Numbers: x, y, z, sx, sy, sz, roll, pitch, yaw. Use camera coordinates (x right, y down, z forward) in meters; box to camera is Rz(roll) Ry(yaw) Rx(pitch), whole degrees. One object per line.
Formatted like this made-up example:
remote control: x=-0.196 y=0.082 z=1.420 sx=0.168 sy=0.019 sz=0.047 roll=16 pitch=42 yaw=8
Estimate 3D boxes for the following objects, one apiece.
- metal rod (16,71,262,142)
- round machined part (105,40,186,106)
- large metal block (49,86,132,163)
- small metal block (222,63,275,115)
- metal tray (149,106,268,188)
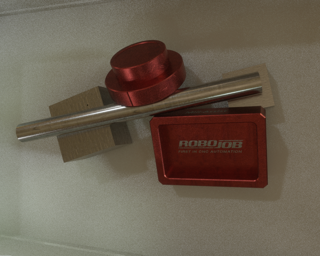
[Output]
metal rod: x=-0.034 y=-0.022 z=0.372 sx=0.301 sy=0.025 sz=0.025 roll=-11 pitch=86 yaw=12
round machined part: x=-0.021 y=-0.072 z=0.374 sx=0.098 sy=0.098 sz=0.042 roll=-5 pitch=129 yaw=19
large metal block: x=-0.095 y=-0.004 z=0.427 sx=0.080 sy=0.050 sz=0.080 roll=-19 pitch=84 yaw=18
small metal block: x=0.106 y=-0.045 z=0.371 sx=0.050 sy=0.025 sz=0.050 roll=-12 pitch=86 yaw=19
metal tray: x=0.059 y=0.023 z=0.370 sx=0.130 sy=0.030 sz=0.089 roll=-2 pitch=109 yaw=19
